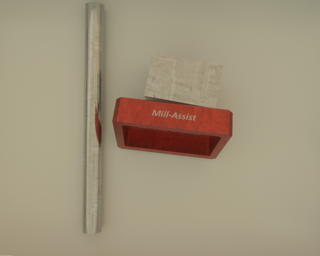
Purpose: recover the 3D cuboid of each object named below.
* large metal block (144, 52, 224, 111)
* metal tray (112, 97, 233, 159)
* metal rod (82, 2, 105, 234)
[{"bbox_3d":[0.026,-0.053,0.384,0.080,0.080,0.050,10,90,-1],"label":"large metal block"},{"bbox_3d":[0.013,0.004,0.376,0.131,0.090,0.030,7,67,-1],"label":"metal tray"},{"bbox_3d":[-0.088,-0.013,0.410,0.025,0.025,0.298,1,90,-1],"label":"metal rod"}]
